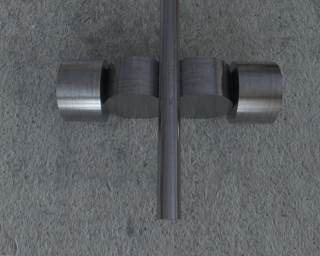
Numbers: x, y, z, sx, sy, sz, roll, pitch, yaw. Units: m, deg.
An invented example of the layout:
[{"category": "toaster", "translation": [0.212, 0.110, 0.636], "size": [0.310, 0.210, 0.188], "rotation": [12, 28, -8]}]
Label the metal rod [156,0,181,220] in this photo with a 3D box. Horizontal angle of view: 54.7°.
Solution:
[{"category": "metal rod", "translation": [0.011, -0.048, 0.362], "size": [0.025, 0.025, 0.299], "rotation": [1, 70, 0]}]

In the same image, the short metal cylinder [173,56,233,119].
[{"category": "short metal cylinder", "translation": [0.051, -0.049, 0.398], "size": [0.080, 0.080, 0.050], "rotation": [1, 70, 0]}]

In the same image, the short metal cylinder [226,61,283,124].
[{"category": "short metal cylinder", "translation": [0.117, -0.045, 0.398], "size": [0.050, 0.080, 0.080], "rotation": [1, 70, 0]}]

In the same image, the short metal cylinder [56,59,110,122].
[{"category": "short metal cylinder", "translation": [-0.094, -0.047, 0.397], "size": [0.050, 0.080, 0.080], "rotation": [1, 70, 0]}]

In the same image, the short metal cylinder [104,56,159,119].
[{"category": "short metal cylinder", "translation": [-0.029, -0.049, 0.398], "size": [0.080, 0.080, 0.050], "rotation": [1, 70, 0]}]
